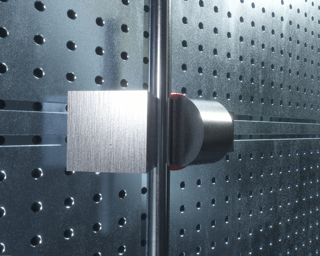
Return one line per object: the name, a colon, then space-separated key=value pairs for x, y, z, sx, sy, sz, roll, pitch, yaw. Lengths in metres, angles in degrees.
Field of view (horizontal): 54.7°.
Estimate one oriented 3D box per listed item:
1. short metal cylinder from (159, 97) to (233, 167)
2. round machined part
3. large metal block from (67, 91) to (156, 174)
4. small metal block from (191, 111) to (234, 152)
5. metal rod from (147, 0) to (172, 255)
short metal cylinder: x=0.039 y=0.004 z=0.369 sx=0.050 sy=0.080 sz=0.079 roll=1 pitch=90 yaw=-40
round machined part: x=0.008 y=0.004 z=0.405 sx=0.099 sy=0.042 sz=0.097 roll=0 pitch=90 yaw=-40
large metal block: x=-0.049 y=0.004 z=0.327 sx=0.050 sy=0.080 sz=0.079 roll=4 pitch=87 yaw=-81
small metal block: x=0.066 y=0.004 z=0.396 sx=0.025 sy=0.050 sz=0.050 roll=2 pitch=89 yaw=-40
metal rod: x=0.000 y=-0.003 z=0.357 sx=0.025 sy=0.025 sz=0.298 roll=1 pitch=89 yaw=-40
